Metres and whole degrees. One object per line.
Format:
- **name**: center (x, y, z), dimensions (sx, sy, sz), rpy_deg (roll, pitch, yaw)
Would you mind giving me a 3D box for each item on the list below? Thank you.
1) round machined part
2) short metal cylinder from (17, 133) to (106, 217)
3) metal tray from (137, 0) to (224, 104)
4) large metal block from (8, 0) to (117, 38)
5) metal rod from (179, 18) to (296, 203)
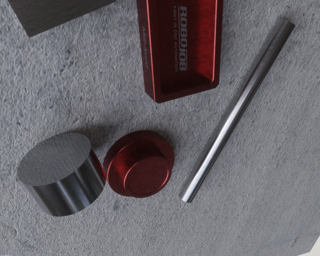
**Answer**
- **round machined part**: center (-0.023, 0.056, 0.419), dimensions (0.099, 0.042, 0.097), rpy_deg (-14, 125, -21)
- **short metal cylinder**: center (-0.107, 0.050, 0.345), dimensions (0.080, 0.080, 0.050), rpy_deg (-26, 128, -13)
- **metal tray**: center (0.025, -0.100, 0.356), dimensions (0.091, 0.030, 0.129), rpy_deg (-17, 126, -19)
- **large metal block**: center (-0.094, -0.134, 0.257), dimensions (0.080, 0.050, 0.080), rpy_deg (-28, 128, -11)
- **metal rod**: center (0.106, -0.014, 0.457), dimensions (0.025, 0.025, 0.298), rpy_deg (15, 111, -35)
